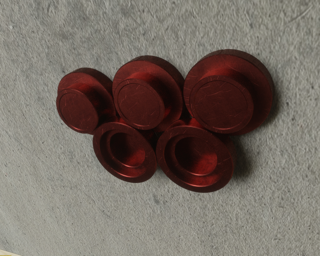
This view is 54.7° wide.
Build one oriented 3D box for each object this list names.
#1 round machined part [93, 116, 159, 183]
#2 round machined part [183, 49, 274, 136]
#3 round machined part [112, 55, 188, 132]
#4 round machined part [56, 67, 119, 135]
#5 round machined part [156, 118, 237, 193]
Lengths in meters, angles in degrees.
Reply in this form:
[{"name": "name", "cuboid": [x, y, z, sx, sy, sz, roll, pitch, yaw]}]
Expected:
[{"name": "round machined part", "cuboid": [-0.041, 0.026, 0.433, 0.098, 0.042, 0.097, 13, 124, 20]}, {"name": "round machined part", "cuboid": [0.071, -0.033, 0.339, 0.098, 0.042, 0.097, 13, 124, 20]}, {"name": "round machined part", "cuboid": [-0.017, -0.037, 0.383, 0.098, 0.042, 0.097, 13, 124, 20]}, {"name": "round machined part", "cuboid": [-0.104, -0.031, 0.431, 0.098, 0.042, 0.097, 13, 124, 20]}, {"name": "round machined part", "cuboid": [0.048, 0.030, 0.390, 0.098, 0.042, 0.097, 13, 124, 20]}]
